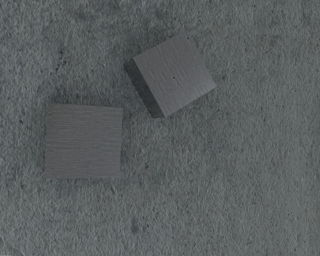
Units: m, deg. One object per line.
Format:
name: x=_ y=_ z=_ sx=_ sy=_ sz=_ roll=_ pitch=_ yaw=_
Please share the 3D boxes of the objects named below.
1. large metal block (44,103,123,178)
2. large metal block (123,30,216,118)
large metal block: x=-0.091 y=0.015 z=0.362 sx=0.081 sy=0.050 sz=0.080 roll=3 pitch=89 yaw=-20
large metal block: x=0.012 y=-0.067 z=0.400 sx=0.080 sy=0.050 sz=0.080 roll=-32 pitch=101 yaw=-17
